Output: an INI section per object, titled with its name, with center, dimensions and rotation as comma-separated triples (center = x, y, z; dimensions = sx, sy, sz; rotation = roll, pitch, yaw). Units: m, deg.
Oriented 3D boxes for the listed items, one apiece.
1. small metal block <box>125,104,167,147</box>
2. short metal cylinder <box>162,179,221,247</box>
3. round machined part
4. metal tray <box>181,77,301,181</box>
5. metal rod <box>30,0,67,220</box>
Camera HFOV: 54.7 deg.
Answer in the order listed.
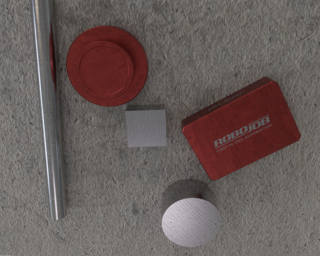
[small metal block]
center = -0.017, -0.003, 0.408
dimensions = 0.050, 0.025, 0.050
rotation = -2, 110, 0
[short metal cylinder]
center = 0.043, 0.120, 0.441
dimensions = 0.081, 0.050, 0.079
rotation = 0, 110, 0
[round machined part]
center = -0.064, -0.072, 0.374
dimensions = 0.099, 0.042, 0.097
rotation = 0, 110, 0
[metal tray]
center = 0.105, 0.003, 0.409
dimensions = 0.130, 0.030, 0.090
rotation = -28, 108, 9
[metal rod]
center = -0.142, -0.012, 0.403
dimensions = 0.025, 0.025, 0.298
rotation = 2, 110, -1
